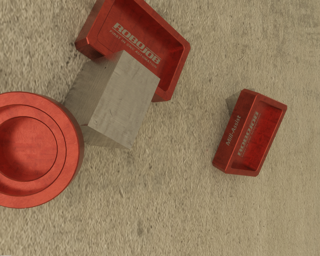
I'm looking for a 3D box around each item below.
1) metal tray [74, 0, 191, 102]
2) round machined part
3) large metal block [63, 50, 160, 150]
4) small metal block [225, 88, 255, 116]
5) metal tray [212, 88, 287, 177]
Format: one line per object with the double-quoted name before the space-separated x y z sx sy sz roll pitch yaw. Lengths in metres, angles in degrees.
"metal tray" -0.026 -0.100 0.378 0.130 0.030 0.090 33 70 -35
"round machined part" -0.117 0.018 0.275 0.099 0.042 0.097 0 93 -3
"large metal block" -0.057 -0.026 0.321 0.050 0.080 0.080 34 69 -36
"small metal block" 0.141 -0.034 0.523 0.050 0.025 0.050 -29 108 -36
"metal tray" 0.144 0.011 0.494 0.091 0.030 0.129 13 102 -39
